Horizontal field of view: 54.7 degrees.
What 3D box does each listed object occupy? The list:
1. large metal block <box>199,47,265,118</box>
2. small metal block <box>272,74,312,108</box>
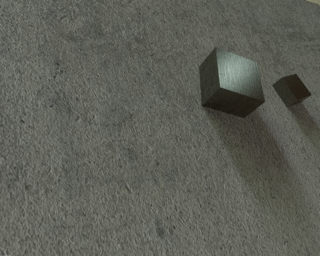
[{"bbox_3d":[0.112,-0.071,0.491,0.081,0.050,0.080,14,56,-21],"label":"large metal block"},{"bbox_3d":[0.247,-0.071,0.580,0.050,0.025,0.050,-18,71,-35],"label":"small metal block"}]
